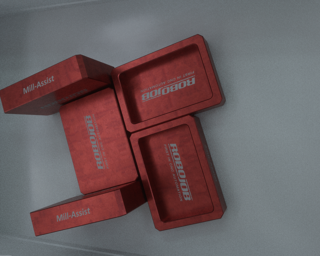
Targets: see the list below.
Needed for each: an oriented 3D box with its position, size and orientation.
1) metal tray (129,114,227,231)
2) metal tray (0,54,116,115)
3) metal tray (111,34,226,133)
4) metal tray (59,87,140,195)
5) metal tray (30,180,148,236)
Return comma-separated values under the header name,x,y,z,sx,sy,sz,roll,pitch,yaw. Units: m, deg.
name,x,y,z,sx,sy,sz,roll,pitch,yaw
metal tray,0.022,0.057,0.397,0.090,0.030,0.129,-18,84,18
metal tray,-0.132,-0.053,0.417,0.130,0.090,0.030,-19,84,18
metal tray,0.009,-0.054,0.402,0.130,0.030,0.090,-18,84,18
metal tray,-0.081,0.019,0.432,0.090,0.030,0.129,-18,84,18
metal tray,-0.086,0.100,0.402,0.130,0.090,0.030,-18,84,18
